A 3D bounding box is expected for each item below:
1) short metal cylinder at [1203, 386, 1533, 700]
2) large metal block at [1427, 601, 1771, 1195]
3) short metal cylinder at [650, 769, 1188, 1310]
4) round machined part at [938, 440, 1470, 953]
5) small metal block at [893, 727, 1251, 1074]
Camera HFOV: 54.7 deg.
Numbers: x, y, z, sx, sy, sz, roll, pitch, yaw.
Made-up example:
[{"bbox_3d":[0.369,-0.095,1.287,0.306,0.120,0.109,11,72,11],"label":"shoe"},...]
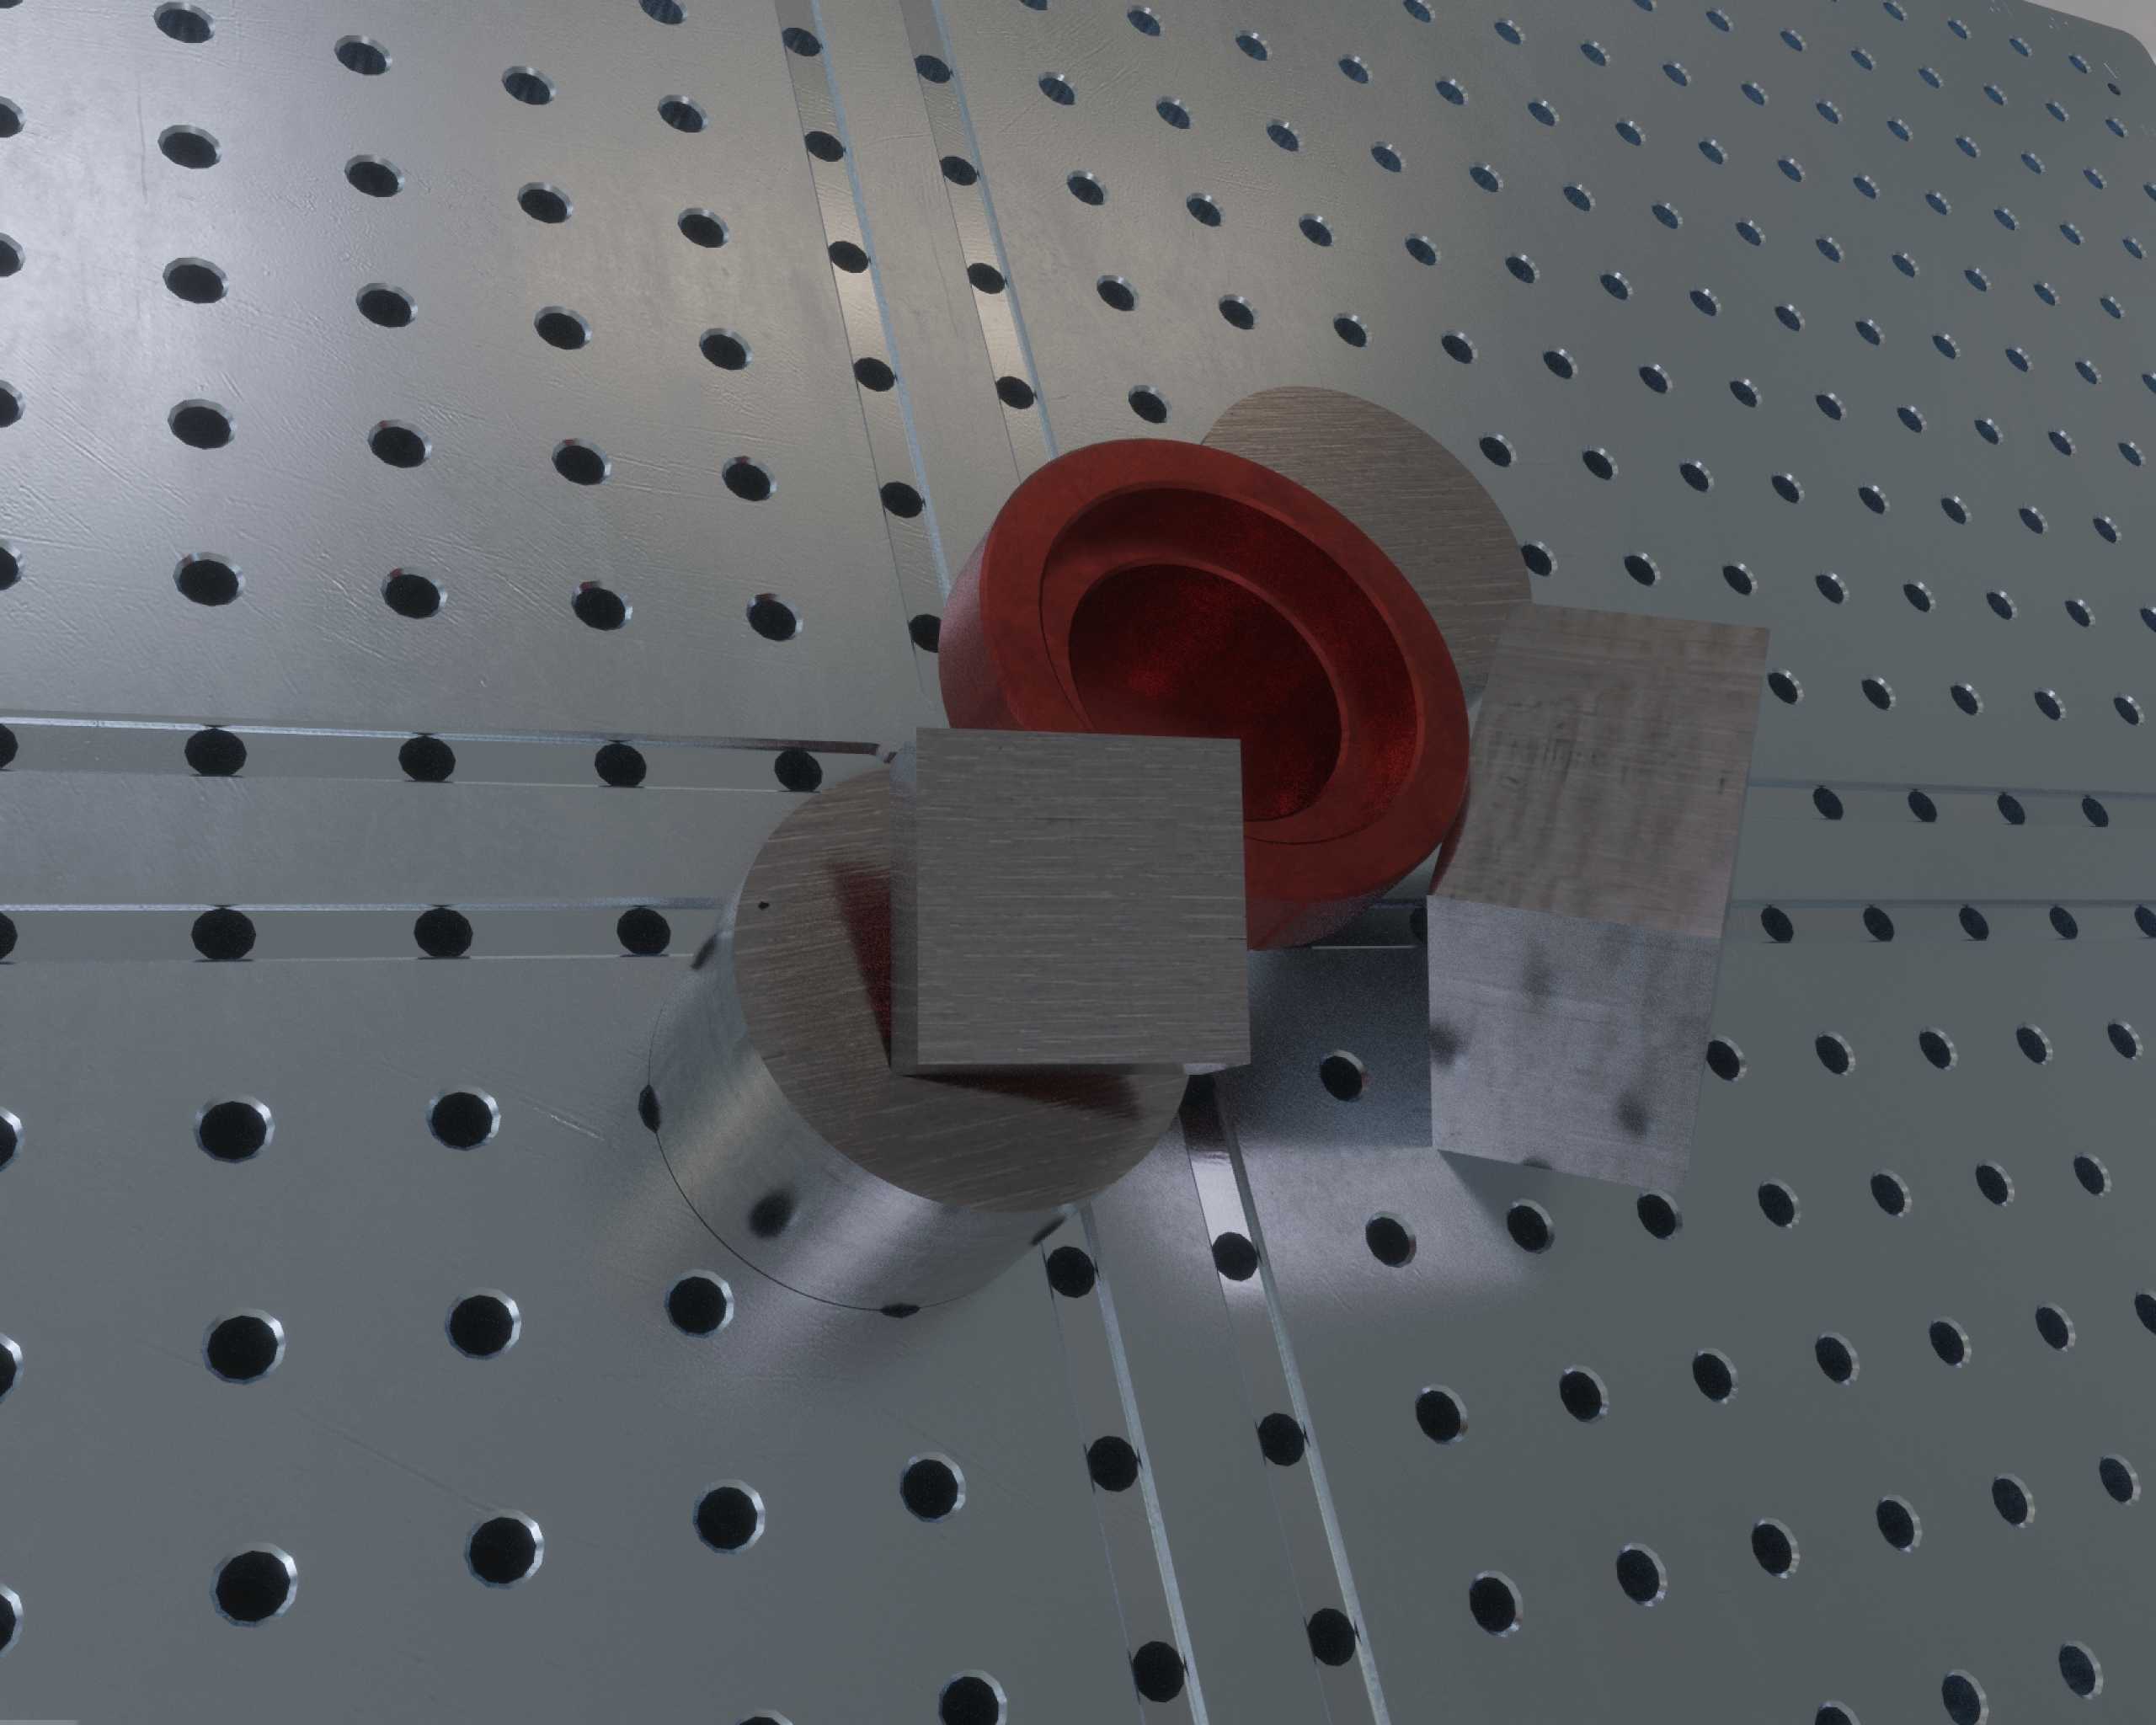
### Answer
[{"bbox_3d":[0.050,-0.056,0.453,0.081,0.050,0.080,14,56,-21],"label":"short metal cylinder"},{"bbox_3d":[0.103,0.007,0.416,0.050,0.080,0.080,9,50,18],"label":"large metal block"},{"bbox_3d":[-0.027,0.030,0.358,0.081,0.050,0.080,14,56,-21],"label":"short metal cylinder"},{"bbox_3d":[0.020,-0.027,0.386,0.099,0.042,0.098,14,56,-21],"label":"round machined part"},{"bbox_3d":[-0.002,0.007,0.322,0.050,0.025,0.050,1,80,-14],"label":"small metal block"}]
